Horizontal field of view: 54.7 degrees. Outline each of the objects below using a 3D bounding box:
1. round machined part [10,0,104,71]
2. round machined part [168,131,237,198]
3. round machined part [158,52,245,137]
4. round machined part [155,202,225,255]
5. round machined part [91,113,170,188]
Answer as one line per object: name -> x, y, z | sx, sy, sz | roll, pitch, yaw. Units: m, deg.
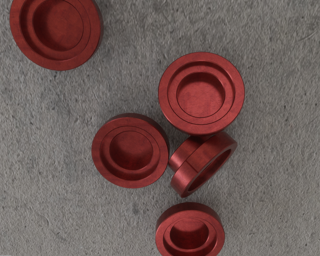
round machined part -> -0.114, -0.118, 0.356 | 0.099, 0.042, 0.097 | 0, 110, 0
round machined part -> 0.049, 0.040, 0.396 | 0.042, 0.098, 0.098 | 45, 107, 21
round machined part -> 0.049, -0.038, 0.373 | 0.099, 0.042, 0.098 | -1, 80, 5
round machined part -> 0.043, 0.150, 0.456 | 0.099, 0.042, 0.097 | 0, 110, 0
round machined part -> -0.036, 0.026, 0.407 | 0.099, 0.042, 0.097 | 1, 109, 4
